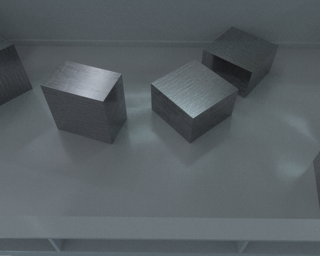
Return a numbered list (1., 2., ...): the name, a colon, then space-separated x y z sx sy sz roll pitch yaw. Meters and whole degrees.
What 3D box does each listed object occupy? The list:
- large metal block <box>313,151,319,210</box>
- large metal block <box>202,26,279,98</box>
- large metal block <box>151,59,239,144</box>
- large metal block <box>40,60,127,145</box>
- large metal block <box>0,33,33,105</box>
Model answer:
1. large metal block: 0.208 0.050 0.329 0.050 0.080 0.080 9 51 7
2. large metal block: 0.120 -0.103 0.476 0.080 0.050 0.080 33 57 24
3. large metal block: 0.045 -0.039 0.421 0.080 0.050 0.080 -32 57 -24
4. large metal block: -0.092 -0.032 0.395 0.080 0.080 0.050 15 52 12
5. large metal block: -0.239 -0.077 0.433 0.080 0.080 0.050 -37 59 -27
